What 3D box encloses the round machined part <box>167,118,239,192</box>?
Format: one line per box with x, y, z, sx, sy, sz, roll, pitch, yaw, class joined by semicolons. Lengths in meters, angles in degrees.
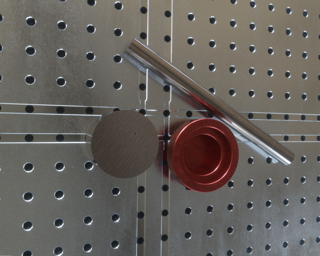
0.055;0.036;0.425;0.099;0.042;0.097;0;90;-21;round machined part

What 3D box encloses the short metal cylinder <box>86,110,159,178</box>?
-0.048;0.018;0.383;0.081;0.050;0.079;0;90;-21;short metal cylinder

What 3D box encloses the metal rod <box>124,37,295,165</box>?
0.082;-0.030;0.444;0.301;0.025;0.025;33;79;-18;metal rod
